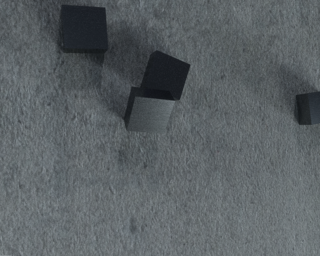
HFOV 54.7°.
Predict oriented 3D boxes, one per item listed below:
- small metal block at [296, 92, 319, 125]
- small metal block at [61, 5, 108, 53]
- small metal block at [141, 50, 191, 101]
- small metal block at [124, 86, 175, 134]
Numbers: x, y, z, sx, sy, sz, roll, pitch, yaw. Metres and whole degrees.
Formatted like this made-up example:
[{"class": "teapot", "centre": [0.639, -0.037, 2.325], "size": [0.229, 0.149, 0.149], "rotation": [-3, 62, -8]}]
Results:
[{"class": "small metal block", "centre": [0.254, -0.033, 0.505], "size": [0.050, 0.025, 0.050], "rotation": [-10, 94, -20]}, {"class": "small metal block", "centre": [-0.092, -0.118, 0.375], "size": [0.050, 0.025, 0.050], "rotation": [-4, 92, -20]}, {"class": "small metal block", "centre": [0.007, -0.068, 0.412], "size": [0.050, 0.025, 0.050], "rotation": [19, 84, -20]}, {"class": "small metal block", "centre": [-0.015, -0.022, 0.392], "size": [0.050, 0.025, 0.050], "rotation": [4, 124, -20]}]
